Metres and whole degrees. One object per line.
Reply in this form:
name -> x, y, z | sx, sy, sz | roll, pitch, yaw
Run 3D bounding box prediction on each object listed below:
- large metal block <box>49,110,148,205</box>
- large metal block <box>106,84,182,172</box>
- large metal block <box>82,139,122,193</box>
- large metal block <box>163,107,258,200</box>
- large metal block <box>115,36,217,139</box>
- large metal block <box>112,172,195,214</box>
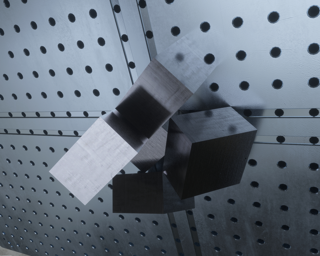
large metal block -> -0.061, 0.026, 0.343 | 0.050, 0.080, 0.080 | 44, 104, -2
large metal block -> -0.019, 0.000, 0.407 | 0.080, 0.050, 0.080 | 43, 129, -2
large metal block -> -0.085, 0.038, 0.443 | 0.050, 0.080, 0.080 | 44, 129, -2
large metal block -> 0.054, 0.027, 0.355 | 0.050, 0.081, 0.079 | -127, 35, -47
large metal block -> 0.008, -0.046, 0.344 | 0.050, 0.080, 0.080 | 43, 129, -2
large metal block -> -0.008, 0.088, 0.425 | 0.080, 0.080, 0.050 | -9, 78, 32
